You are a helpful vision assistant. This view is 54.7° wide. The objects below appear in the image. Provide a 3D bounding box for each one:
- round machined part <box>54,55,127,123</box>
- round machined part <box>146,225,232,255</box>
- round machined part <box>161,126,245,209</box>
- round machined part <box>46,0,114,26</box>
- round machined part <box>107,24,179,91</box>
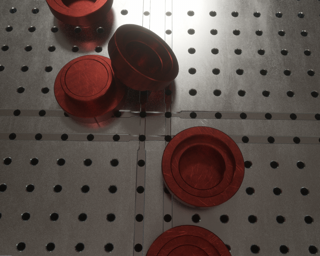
[{"bbox_3d":[-0.096,-0.059,0.423,0.099,0.042,0.098,0,70,-1],"label":"round machined part"},{"bbox_3d":[0.031,0.160,0.345,0.099,0.042,0.098,0,70,-1],"label":"round machined part"},{"bbox_3d":[0.051,0.050,0.385,0.099,0.042,0.098,0,70,-1],"label":"round machined part"},{"bbox_3d":[-0.120,-0.196,0.473,0.099,0.042,0.098,0,70,-1],"label":"round machined part"},{"bbox_3d":[-0.026,-0.089,0.418,0.099,0.042,0.098,22,47,-26],"label":"round machined part"}]
